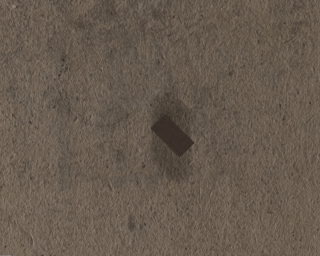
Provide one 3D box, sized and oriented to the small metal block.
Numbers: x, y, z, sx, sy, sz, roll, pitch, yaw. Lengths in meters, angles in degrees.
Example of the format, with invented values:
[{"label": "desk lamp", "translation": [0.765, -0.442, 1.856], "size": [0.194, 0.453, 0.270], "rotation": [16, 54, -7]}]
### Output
[{"label": "small metal block", "translation": [0.015, 0.009, 0.398], "size": [0.050, 0.050, 0.025], "rotation": [45, 90, -1]}]
